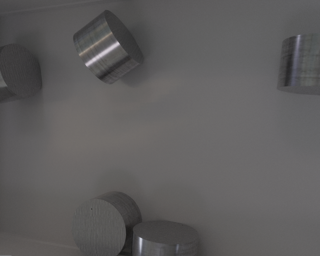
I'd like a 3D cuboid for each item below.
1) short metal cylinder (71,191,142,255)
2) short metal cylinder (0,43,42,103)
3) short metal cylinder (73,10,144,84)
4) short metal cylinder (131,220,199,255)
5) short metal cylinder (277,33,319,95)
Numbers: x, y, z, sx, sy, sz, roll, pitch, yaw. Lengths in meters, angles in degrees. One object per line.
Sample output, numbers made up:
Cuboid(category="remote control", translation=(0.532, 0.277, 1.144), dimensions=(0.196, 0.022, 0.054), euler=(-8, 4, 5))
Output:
Cuboid(category="short metal cylinder", translation=(-0.072, 0.131, 0.422), dimensions=(0.080, 0.050, 0.080), euler=(0, 90, 20))
Cuboid(category="short metal cylinder", translation=(-0.225, -0.080, 0.461), dimensions=(0.050, 0.080, 0.080), euler=(-9, 87, 20))
Cuboid(category="short metal cylinder", translation=(-0.065, -0.104, 0.404), dimensions=(0.050, 0.080, 0.080), euler=(-31, 80, 17))
Cuboid(category="short metal cylinder", translation=(0.005, 0.151, 0.379), dimensions=(0.080, 0.080, 0.050), euler=(5, 91, 20))
Cuboid(category="short metal cylinder", translation=(0.167, -0.063, 0.322), dimensions=(0.080, 0.080, 0.050), euler=(7, 93, 20))
